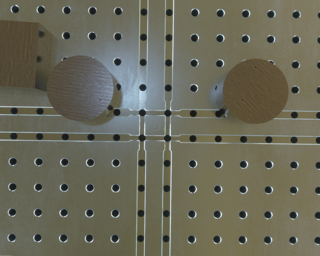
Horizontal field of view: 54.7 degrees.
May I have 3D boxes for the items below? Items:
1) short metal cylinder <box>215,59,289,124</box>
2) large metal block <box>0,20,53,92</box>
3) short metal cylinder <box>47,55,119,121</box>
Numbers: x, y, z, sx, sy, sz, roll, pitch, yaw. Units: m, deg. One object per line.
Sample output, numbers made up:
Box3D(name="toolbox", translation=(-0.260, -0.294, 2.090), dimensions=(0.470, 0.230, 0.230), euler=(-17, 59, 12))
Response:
Box3D(name="short metal cylinder", translation=(0.117, -0.045, 0.402), dimensions=(0.081, 0.050, 0.079), euler=(0, 90, -1))
Box3D(name="large metal block", translation=(-0.189, -0.090, 0.398), dimensions=(0.081, 0.050, 0.079), euler=(4, 90, -1))
Box3D(name="short metal cylinder", translation=(-0.097, -0.048, 0.400), dimensions=(0.081, 0.050, 0.079), euler=(0, 90, -1))
